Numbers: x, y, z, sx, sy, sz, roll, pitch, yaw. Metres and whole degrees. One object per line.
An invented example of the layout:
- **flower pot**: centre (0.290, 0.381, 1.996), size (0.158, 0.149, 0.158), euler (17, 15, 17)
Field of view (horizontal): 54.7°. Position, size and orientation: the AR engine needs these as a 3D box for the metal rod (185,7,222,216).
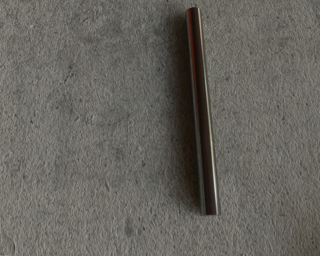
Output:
- **metal rod**: centre (0.056, -0.036, 0.421), size (0.025, 0.025, 0.299), euler (-2, 70, -1)
